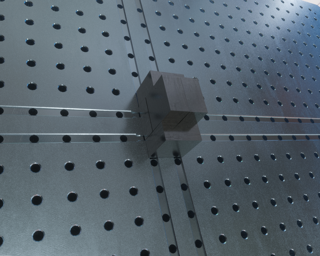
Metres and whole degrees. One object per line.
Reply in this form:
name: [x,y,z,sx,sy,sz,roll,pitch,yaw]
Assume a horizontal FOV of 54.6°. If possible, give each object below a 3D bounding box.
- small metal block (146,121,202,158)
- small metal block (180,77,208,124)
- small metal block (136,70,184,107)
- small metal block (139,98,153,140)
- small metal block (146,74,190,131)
small metal block: [0.016,0.015,0.390,0.050,0.050,0.025,1,61,-27]
small metal block: [0.031,-0.029,0.394,0.025,0.050,0.050,1,61,-26]
small metal block: [0.002,-0.051,0.422,0.050,0.050,0.025,2,61,-27]
small metal block: [0.003,-0.012,0.416,0.050,0.025,0.050,1,61,-26]
small metal block: [0.008,-0.030,0.381,0.025,0.050,0.050,2,61,-28]
